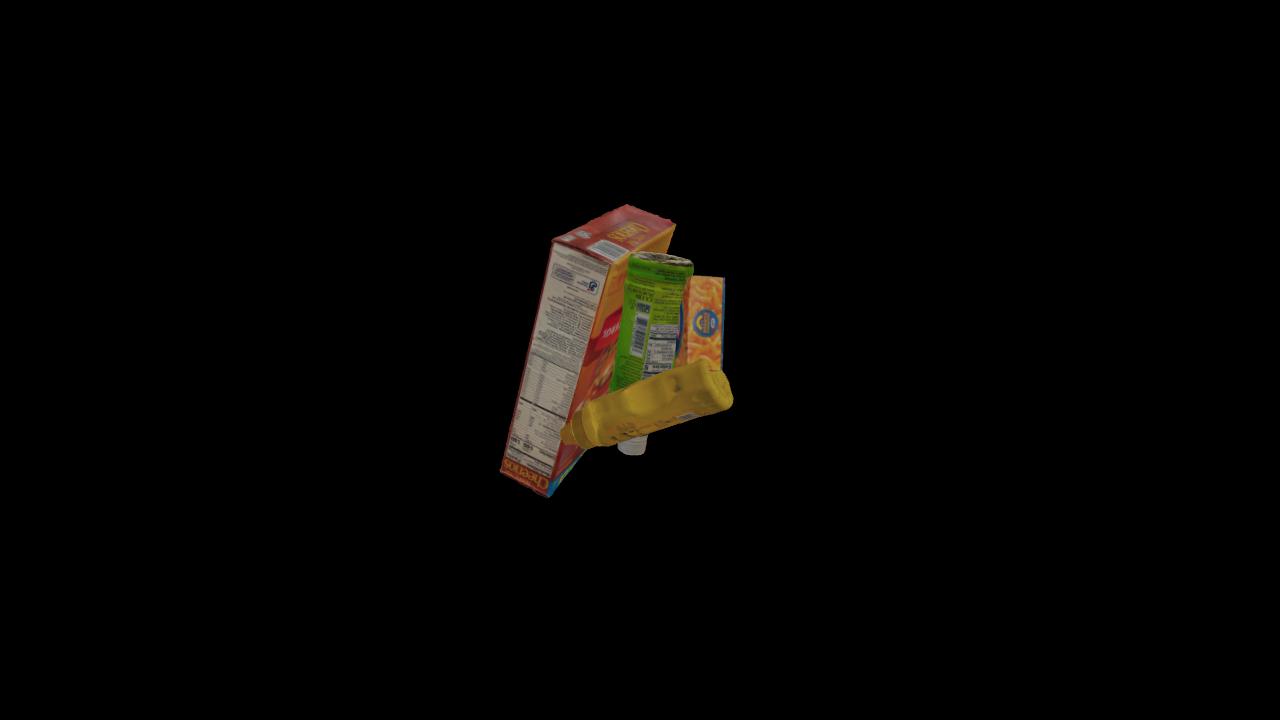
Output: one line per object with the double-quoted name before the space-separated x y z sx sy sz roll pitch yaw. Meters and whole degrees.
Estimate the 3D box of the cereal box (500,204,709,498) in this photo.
"cereal box" -0.061 -0.014 0.731 0.081 0.306 0.203 24 29 11

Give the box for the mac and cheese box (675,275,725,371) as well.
"mac and cheese box" 0.041 -0.036 0.671 0.041 0.093 0.184 3 -1 -14

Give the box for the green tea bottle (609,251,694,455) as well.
"green tea bottle" 0.005 -0.003 0.637 0.073 0.212 0.073 10 14 -2

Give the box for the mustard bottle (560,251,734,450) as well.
"mustard bottle" -0.002 0.053 0.633 0.184 0.054 0.092 -21 -15 18
